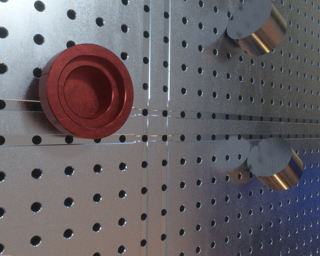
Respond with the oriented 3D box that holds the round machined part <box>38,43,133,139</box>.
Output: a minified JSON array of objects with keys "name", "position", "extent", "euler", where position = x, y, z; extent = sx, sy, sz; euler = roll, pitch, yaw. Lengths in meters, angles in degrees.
[{"name":"round machined part","position":[-0.081,-0.037,0.332],"extent":[0.099,0.042,0.097],"euler":[0,90,-40]}]

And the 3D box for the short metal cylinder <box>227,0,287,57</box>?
[{"name":"short metal cylinder","position":[0.158,-0.165,0.509],"extent":[0.050,0.080,0.080],"euler":[32,70,-36]}]

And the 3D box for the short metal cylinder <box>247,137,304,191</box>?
[{"name":"short metal cylinder","position":[0.203,0.063,0.547],"extent":[0.050,0.080,0.080],"euler":[44,64,-32]}]
